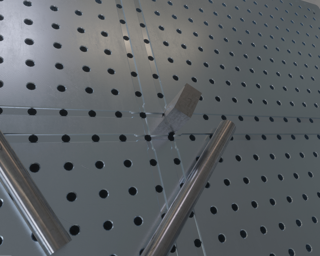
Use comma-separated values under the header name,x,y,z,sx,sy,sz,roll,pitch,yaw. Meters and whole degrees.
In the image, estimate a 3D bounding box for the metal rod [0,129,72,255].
name,x,y,z,sx,sy,sz,roll,pitch,yaw
metal rod,-0.182,-0.006,0.313,0.025,0.025,0.299,-30,78,-38

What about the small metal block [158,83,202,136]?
name,x,y,z,sx,sy,sz,roll,pitch,yaw
small metal block,0.027,-0.025,0.421,0.025,0.050,0.050,33,51,-7

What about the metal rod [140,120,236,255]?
name,x,y,z,sx,sy,sz,roll,pitch,yaw
metal rod,0.029,0.089,0.368,0.025,0.025,0.301,40,51,-2
